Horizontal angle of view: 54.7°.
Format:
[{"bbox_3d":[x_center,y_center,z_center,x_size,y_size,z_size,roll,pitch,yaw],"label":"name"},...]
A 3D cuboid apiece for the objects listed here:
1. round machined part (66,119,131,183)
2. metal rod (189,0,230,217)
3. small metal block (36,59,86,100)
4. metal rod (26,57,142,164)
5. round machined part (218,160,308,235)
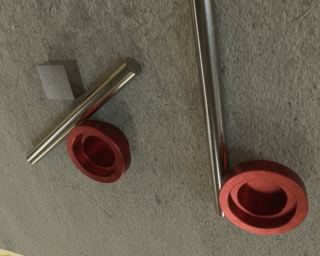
[{"bbox_3d":[-0.085,0.030,0.460,0.098,0.042,0.097,13,124,21],"label":"round machined part"},{"bbox_3d":[0.064,-0.017,0.363,0.025,0.025,0.298,3,120,26],"label":"metal rod"},{"bbox_3d":[-0.140,-0.069,0.438,0.050,0.025,0.050,4,120,26],"label":"small metal block"},{"bbox_3d":[-0.131,-0.011,0.468,0.299,0.025,0.025,-33,100,38],"label":"metal rod"},{"bbox_3d":[0.123,0.078,0.374,0.098,0.042,0.097,9,122,15],"label":"round machined part"}]
